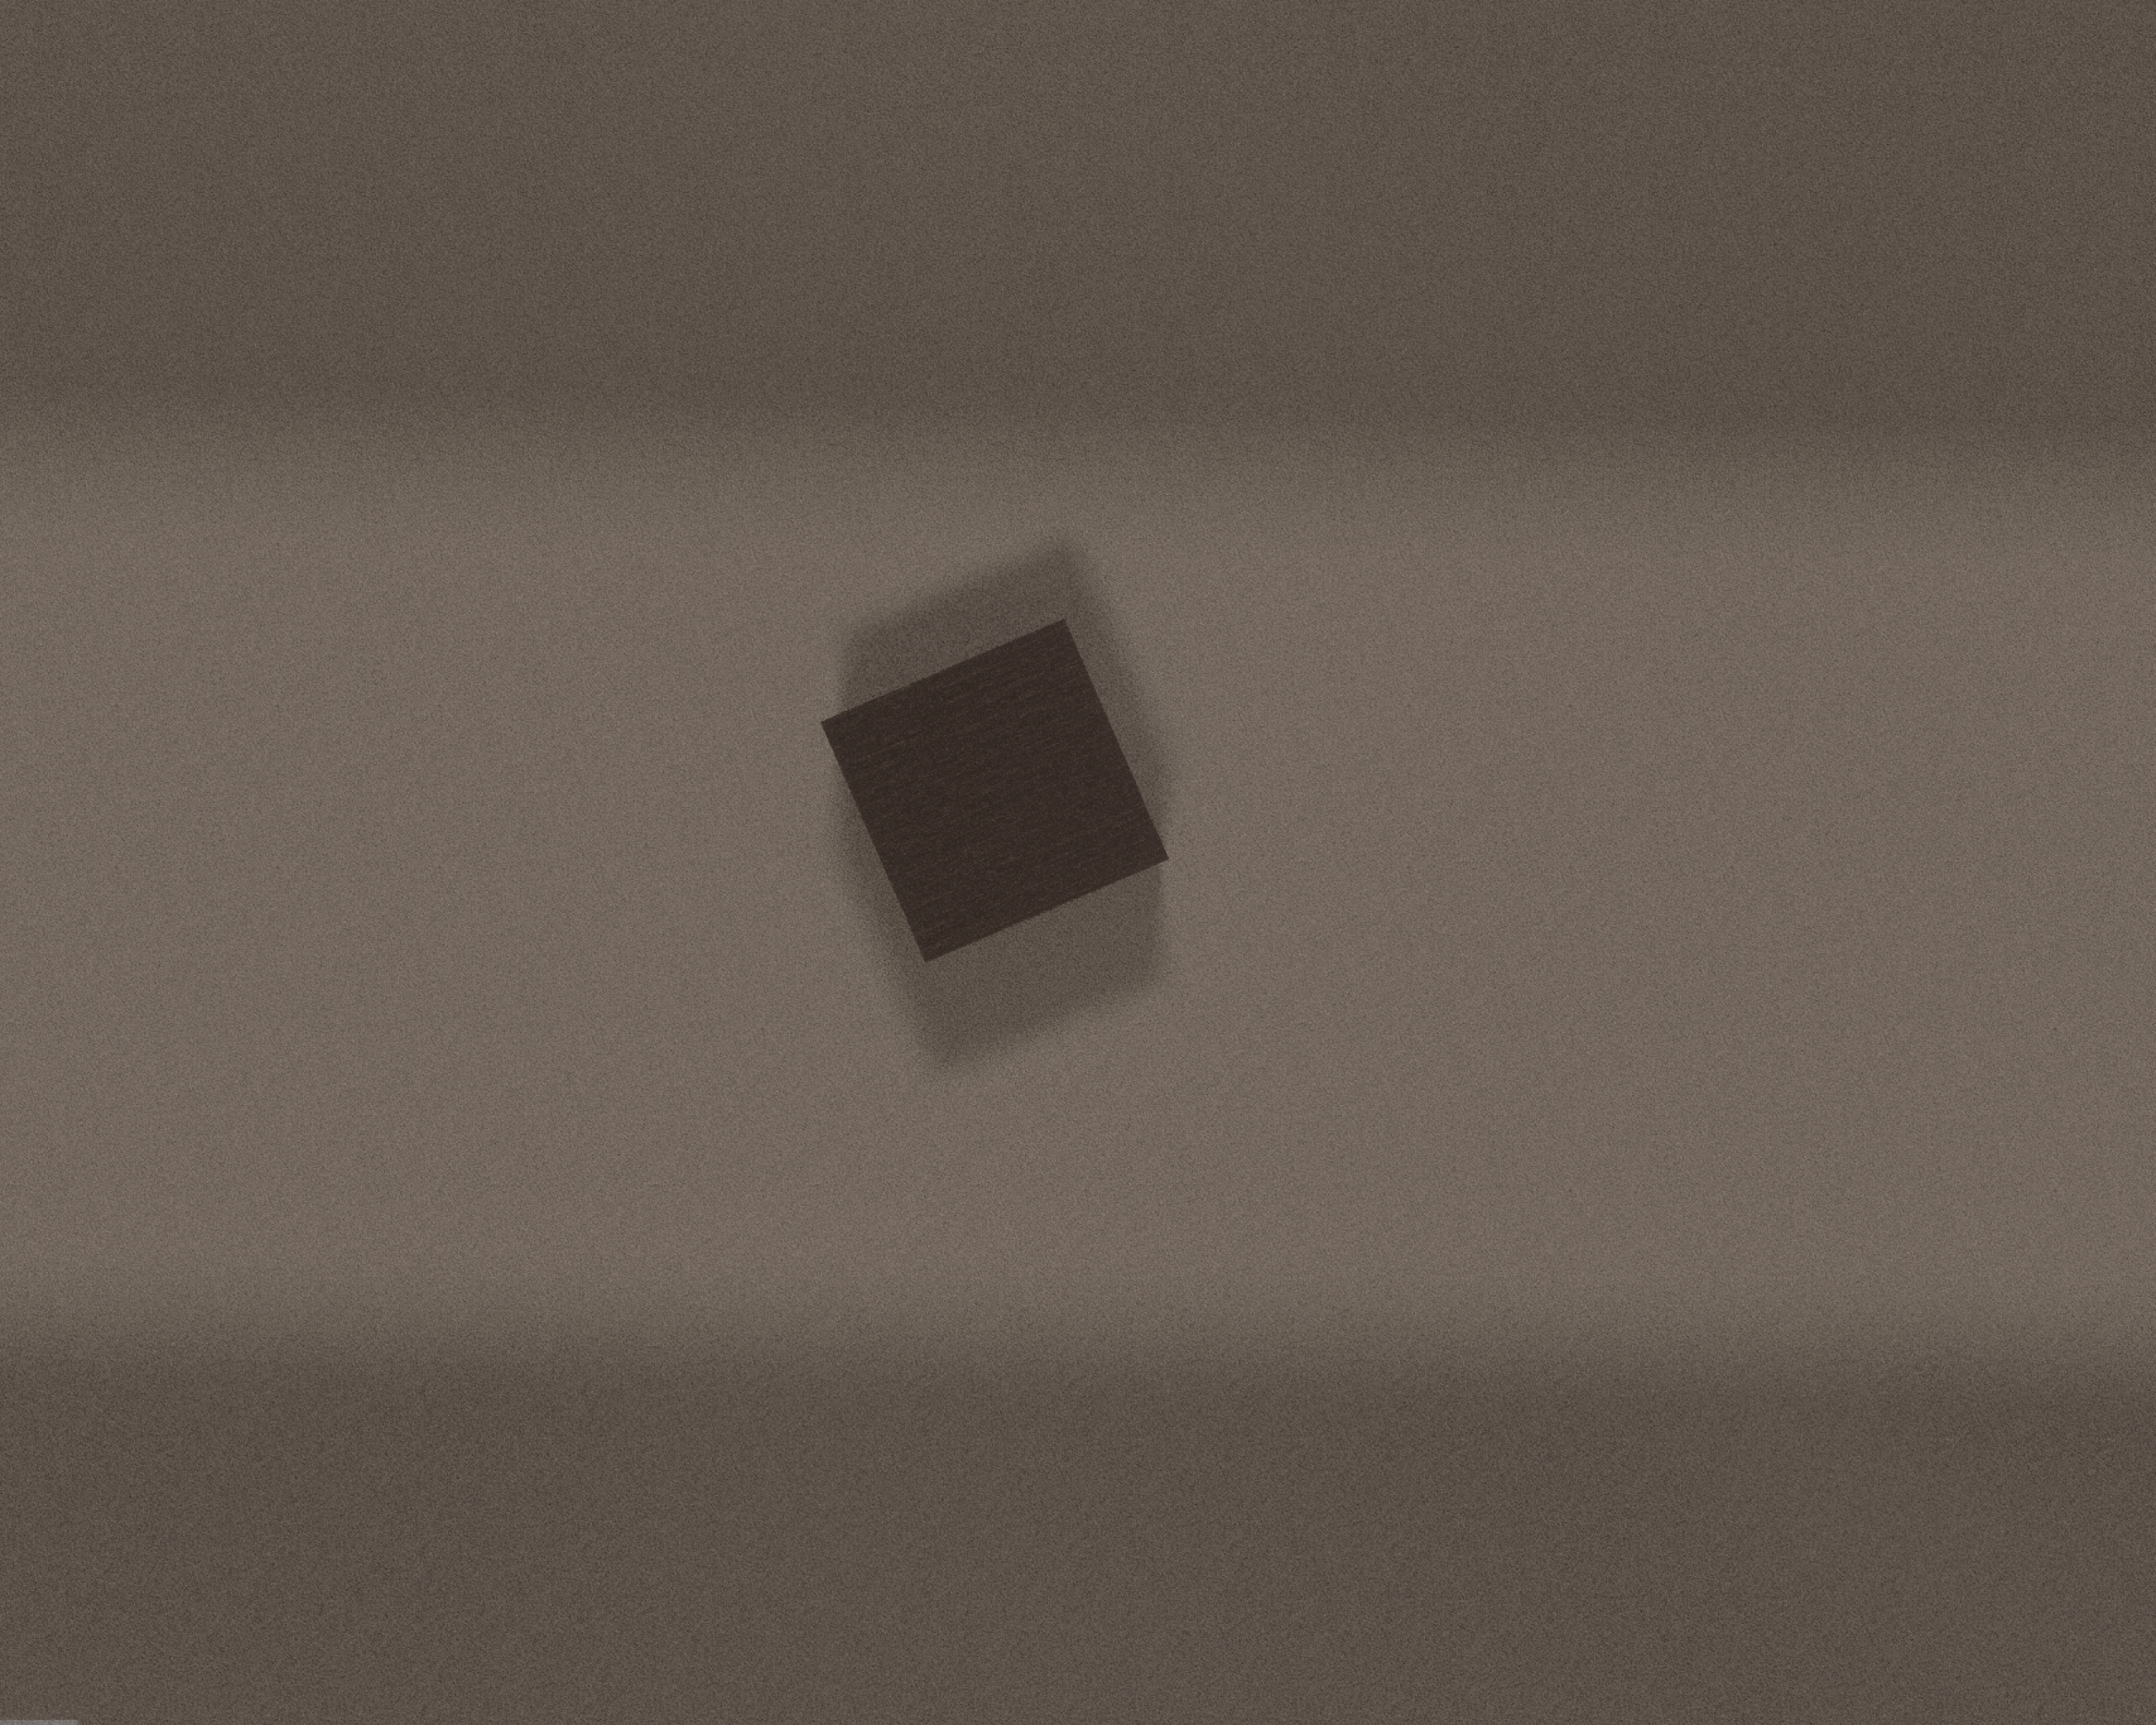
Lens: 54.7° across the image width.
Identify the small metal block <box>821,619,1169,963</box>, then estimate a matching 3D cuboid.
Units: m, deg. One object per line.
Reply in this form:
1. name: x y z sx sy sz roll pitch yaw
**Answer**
1. small metal block: -0.016 -0.014 0.408 0.050 0.025 0.050 -23 90 -1
